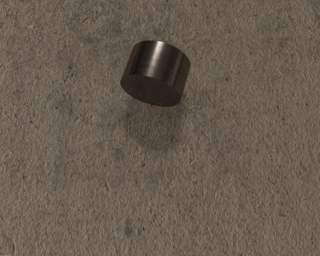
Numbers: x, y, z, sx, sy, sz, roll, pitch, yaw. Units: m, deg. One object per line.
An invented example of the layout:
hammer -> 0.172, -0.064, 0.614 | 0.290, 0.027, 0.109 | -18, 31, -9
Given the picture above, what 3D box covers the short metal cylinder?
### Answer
short metal cylinder -> -0.005, -0.068, 0.404 | 0.080, 0.080, 0.050 | 15, 71, 5
